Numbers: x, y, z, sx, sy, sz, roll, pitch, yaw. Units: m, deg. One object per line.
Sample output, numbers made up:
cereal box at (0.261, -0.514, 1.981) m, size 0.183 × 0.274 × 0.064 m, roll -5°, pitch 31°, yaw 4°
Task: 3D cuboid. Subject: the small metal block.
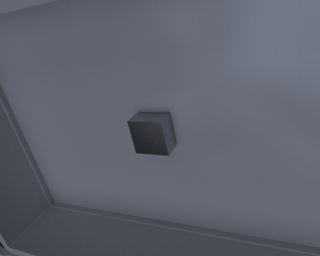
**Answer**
small metal block at (-0.010, 0.008, 0.415) m, size 0.050 × 0.025 × 0.050 m, roll 2°, pitch 120°, yaw 28°
